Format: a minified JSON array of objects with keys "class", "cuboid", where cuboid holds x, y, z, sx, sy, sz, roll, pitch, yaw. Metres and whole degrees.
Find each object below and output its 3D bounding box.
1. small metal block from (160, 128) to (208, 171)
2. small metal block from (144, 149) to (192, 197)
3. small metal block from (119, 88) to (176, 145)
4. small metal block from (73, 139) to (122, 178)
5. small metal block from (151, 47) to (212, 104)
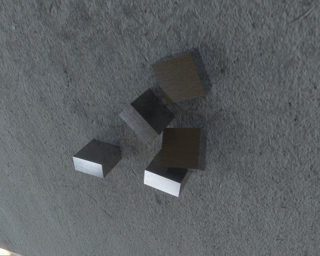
[{"class":"small metal block","cuboid":[0.030,0.027,0.390,0.050,0.025,0.050,0,78,28]},{"class":"small metal block","cuboid":[0.013,0.060,0.421,0.050,0.050,0.025,18,127,17]},{"class":"small metal block","cuboid":[-0.015,-0.015,0.389,0.050,0.050,0.025,47,129,-5]},{"class":"small metal block","cuboid":[-0.094,0.045,0.468,0.050,0.050,0.025,13,124,21]},{"class":"small metal block","cuboid":[0.025,-0.060,0.357,0.050,0.025,0.050,-10,114,32]}]
